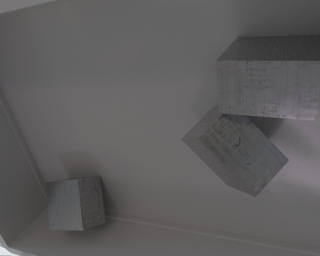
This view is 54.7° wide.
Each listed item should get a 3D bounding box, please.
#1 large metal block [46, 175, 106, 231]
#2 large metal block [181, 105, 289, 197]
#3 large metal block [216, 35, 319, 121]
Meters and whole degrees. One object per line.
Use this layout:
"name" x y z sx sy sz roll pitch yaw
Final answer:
"large metal block" -0.144 0.126 0.525 0.080 0.050 0.080 -11 83 32
"large metal block" 0.077 0.023 0.339 0.080 0.050 0.080 45 173 -4
"large metal block" 0.104 -0.050 0.287 0.080 0.080 0.050 6 121 25
